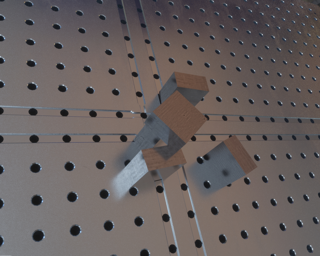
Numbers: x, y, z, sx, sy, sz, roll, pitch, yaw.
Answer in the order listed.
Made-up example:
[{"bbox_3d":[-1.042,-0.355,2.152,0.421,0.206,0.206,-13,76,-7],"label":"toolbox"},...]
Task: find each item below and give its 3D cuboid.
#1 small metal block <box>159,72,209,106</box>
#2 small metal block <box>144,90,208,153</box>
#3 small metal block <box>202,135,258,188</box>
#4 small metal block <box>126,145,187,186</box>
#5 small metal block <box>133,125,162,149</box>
[{"bbox_3d":[0.033,-0.052,0.441,0.050,0.050,0.025,4,60,-26],"label":"small metal block"},{"bbox_3d":[0.019,-0.008,0.359,0.050,0.025,0.050,44,51,2],"label":"small metal block"},{"bbox_3d":[0.092,0.045,0.414,0.025,0.050,0.050,-23,74,-36],"label":"small metal block"},{"bbox_3d":[-0.005,0.043,0.362,0.050,0.050,0.025,-8,66,-32],"label":"small metal block"},{"bbox_3d":[0.000,0.001,0.391,0.025,0.050,0.050,49,51,6],"label":"small metal block"}]
